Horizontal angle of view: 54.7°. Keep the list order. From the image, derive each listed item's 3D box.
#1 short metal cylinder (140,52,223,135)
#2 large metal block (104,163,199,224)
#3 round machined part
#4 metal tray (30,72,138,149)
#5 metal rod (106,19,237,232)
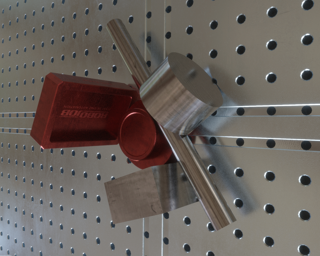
[{"bbox_3d":[0.024,-0.039,0.350,0.050,0.081,0.080,-44,64,31],"label":"short metal cylinder"},{"bbox_3d":[-0.007,0.077,0.377,0.080,0.081,0.050,-24,75,37],"label":"large metal block"},{"bbox_3d":[-0.018,0.008,0.411,0.098,0.042,0.097,0,90,39],"label":"round machined part"},{"bbox_3d":[-0.098,-0.020,0.420,0.030,0.131,0.089,34,111,34],"label":"metal tray"},{"bbox_3d":[0.003,-0.020,0.378,0.025,0.025,0.299,-42,65,31],"label":"metal rod"}]
